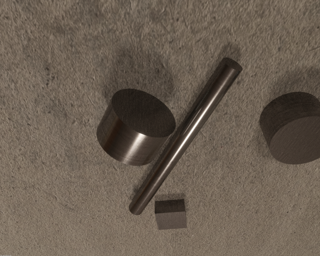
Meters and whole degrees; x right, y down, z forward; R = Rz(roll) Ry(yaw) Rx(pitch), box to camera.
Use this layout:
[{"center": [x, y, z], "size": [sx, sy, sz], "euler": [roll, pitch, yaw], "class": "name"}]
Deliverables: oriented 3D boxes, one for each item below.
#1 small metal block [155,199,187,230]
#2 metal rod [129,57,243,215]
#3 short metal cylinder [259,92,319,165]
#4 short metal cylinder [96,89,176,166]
[{"center": [0.019, 0.150, 0.536], "size": [0.050, 0.025, 0.050], "euler": [-5, 130, 4], "class": "small metal block"}, {"center": [0.020, 0.032, 0.434], "size": [0.025, 0.025, 0.298], "euler": [19, 128, -16], "class": "metal rod"}, {"center": [0.174, 0.001, 0.394], "size": [0.081, 0.050, 0.079], "euler": [0, 130, 0], "class": "short metal cylinder"}, {"center": [-0.029, -0.002, 0.369], "size": [0.080, 0.080, 0.050], "euler": [21, 127, -17], "class": "short metal cylinder"}]
